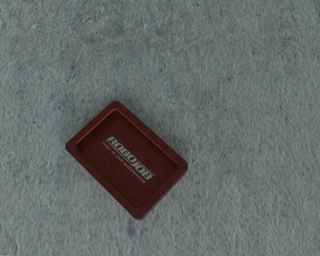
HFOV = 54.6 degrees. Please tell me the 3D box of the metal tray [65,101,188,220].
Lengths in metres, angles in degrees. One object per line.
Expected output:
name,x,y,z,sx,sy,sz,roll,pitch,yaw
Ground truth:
metal tray,-0.041,0.039,0.391,0.130,0.030,0.090,42,75,13
